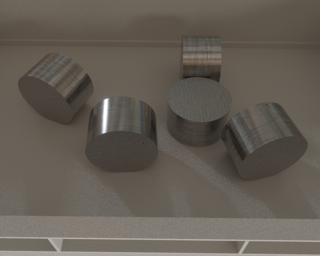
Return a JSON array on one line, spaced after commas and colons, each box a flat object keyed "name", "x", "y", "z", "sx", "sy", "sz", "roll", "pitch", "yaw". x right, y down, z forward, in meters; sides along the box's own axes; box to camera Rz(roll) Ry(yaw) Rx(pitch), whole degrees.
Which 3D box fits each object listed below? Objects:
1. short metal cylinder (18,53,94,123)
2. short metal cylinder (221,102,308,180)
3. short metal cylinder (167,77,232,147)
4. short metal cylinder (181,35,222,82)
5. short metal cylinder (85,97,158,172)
[{"name": "short metal cylinder", "x": -0.137, "y": -0.052, "z": 0.412, "sx": 0.080, "sy": 0.080, "sz": 0.050, "roll": 19, "pitch": 53, "yaw": 15}, {"name": "short metal cylinder", "x": 0.118, "y": 0.016, "z": 0.356, "sx": 0.081, "sy": 0.080, "sz": 0.050, "roll": -11, "pitch": 51, "yaw": -10}, {"name": "short metal cylinder", "x": 0.049, "y": -0.022, "z": 0.407, "sx": 0.080, "sy": 0.050, "sz": 0.080, "roll": 0, "pitch": 50, "yaw": 0}, {"name": "short metal cylinder", "x": 0.056, "y": -0.092, "z": 0.447, "sx": 0.050, "sy": 0.080, "sz": 0.080, "roll": 1, "pitch": 50, "yaw": 1}, {"name": "short metal cylinder", "x": -0.044, "y": 0.009, "z": 0.361, "sx": 0.081, "sy": 0.080, "sz": 0.050, "roll": -2, "pitch": 50, "yaw": -2}]
